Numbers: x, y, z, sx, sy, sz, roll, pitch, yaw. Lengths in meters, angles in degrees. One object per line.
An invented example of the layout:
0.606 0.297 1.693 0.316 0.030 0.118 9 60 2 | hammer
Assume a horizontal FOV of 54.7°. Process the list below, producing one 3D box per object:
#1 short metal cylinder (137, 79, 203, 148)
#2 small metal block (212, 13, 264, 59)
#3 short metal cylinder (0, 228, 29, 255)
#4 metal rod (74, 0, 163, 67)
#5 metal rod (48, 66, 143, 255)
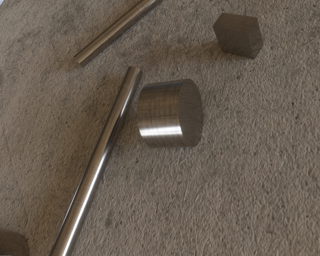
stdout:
0.015 -0.016 0.371 0.050 0.080 0.080 -3 60 27 | short metal cylinder
0.103 -0.121 0.408 0.050 0.050 0.025 25 75 36 | small metal block
-0.219 0.170 0.398 0.080 0.050 0.080 -13 56 21 | short metal cylinder
-0.030 -0.214 0.550 0.300 0.025 0.025 -40 51 1 | metal rod
-0.083 0.044 0.420 0.025 0.025 0.300 5 64 30 | metal rod
